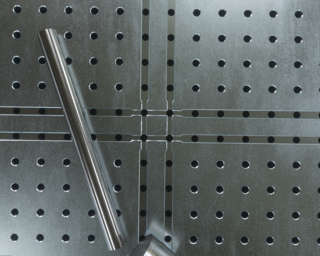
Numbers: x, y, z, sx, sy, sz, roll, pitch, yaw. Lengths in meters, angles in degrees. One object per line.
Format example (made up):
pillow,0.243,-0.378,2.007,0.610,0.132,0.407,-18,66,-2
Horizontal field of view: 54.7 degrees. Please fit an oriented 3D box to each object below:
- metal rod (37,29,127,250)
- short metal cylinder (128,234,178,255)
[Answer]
metal rod,-0.103,0.015,0.412,0.025,0.025,0.299,-18,90,0
short metal cylinder,-0.016,0.181,0.386,0.050,0.080,0.080,41,90,0
